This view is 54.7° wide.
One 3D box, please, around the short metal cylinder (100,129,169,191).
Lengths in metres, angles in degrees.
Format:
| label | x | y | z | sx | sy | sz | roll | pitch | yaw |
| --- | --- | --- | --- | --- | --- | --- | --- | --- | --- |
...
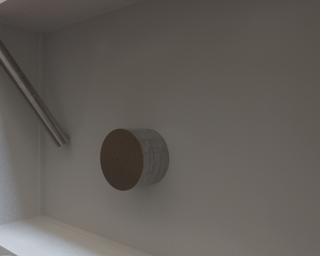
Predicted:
| label | x | y | z | sx | sy | sz | roll | pitch | yaw |
| --- | --- | --- | --- | --- | --- | --- | --- | --- | --- |
| short metal cylinder | -0.035 | 0.040 | 0.417 | 0.080 | 0.050 | 0.079 | 0 | 90 | 39 |

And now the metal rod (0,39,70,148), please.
| label | x | y | z | sx | sy | sz | roll | pitch | yaw |
| --- | --- | --- | --- | --- | --- | --- | --- | --- | --- |
| metal rod | -0.247 | -0.097 | 0.518 | 0.025 | 0.025 | 0.299 | -23 | 104 | 37 |

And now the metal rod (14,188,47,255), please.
| label | x | y | z | sx | sy | sz | roll | pitch | yaw |
| --- | --- | --- | --- | --- | --- | --- | --- | --- | --- |
| metal rod | -0.227 | 0.255 | 0.592 | 0.025 | 0.025 | 0.299 | -41 | 66 | 32 |
